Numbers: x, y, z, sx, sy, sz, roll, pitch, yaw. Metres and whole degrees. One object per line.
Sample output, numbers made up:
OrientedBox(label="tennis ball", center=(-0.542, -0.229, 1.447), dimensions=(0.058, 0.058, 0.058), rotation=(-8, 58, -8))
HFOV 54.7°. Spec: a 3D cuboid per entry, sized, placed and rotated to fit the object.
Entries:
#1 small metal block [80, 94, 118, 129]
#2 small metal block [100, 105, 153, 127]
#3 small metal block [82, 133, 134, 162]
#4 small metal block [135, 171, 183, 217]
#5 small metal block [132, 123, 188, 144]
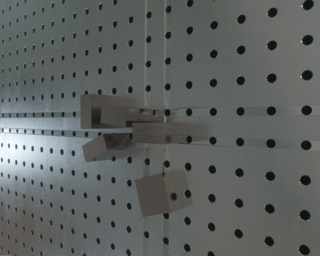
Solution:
OrientedBox(label="small metal block", center=(-0.091, -0.024, 0.466), dimensions=(0.025, 0.050, 0.050), rotation=(-1, 89, 40))
OrientedBox(label="small metal block", center=(-0.046, -0.016, 0.429), dimensions=(0.050, 0.050, 0.025), rotation=(9, 96, 39))
OrientedBox(label="small metal block", center=(-0.076, 0.028, 0.454), dimensions=(0.050, 0.050, 0.025), rotation=(-28, 73, 36))
OrientedBox(label="small metal block", center=(-0.002, 0.087, 0.409), dimensions=(0.050, 0.025, 0.050), rotation=(-21, 77, 37))
OrientedBox(label="small metal block", center=(0.001, 0.006, 0.391), dimensions=(0.050, 0.050, 0.025), rotation=(1, 91, 39))
